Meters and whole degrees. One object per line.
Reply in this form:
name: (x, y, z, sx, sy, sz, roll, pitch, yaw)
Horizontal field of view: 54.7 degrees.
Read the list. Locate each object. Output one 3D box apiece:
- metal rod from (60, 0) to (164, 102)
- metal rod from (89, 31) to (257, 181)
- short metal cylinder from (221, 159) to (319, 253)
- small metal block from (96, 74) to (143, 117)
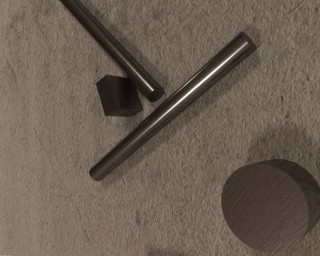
metal rod: (-0.091, -0.144, 0.477, 0.300, 0.025, 0.025, 49, 119, 28)
metal rod: (-0.003, -0.010, 0.405, 0.299, 0.025, 0.025, -40, 66, 32)
short metal cylinder: (0.108, 0.072, 0.299, 0.080, 0.050, 0.079, 0, 90, 39)
small metal block: (-0.056, -0.044, 0.433, 0.025, 0.050, 0.050, -29, 72, 36)
